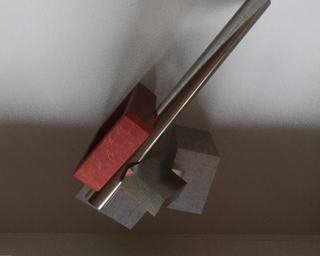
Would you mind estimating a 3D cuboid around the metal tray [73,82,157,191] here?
[{"bbox_3d":[-0.045,0.003,0.354,0.030,0.130,0.090,39,106,-12],"label":"metal tray"}]

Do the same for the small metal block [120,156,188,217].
[{"bbox_3d":[-0.006,0.062,0.340,0.050,0.050,0.025,38,117,19],"label":"small metal block"}]

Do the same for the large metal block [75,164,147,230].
[{"bbox_3d":[-0.054,0.072,0.408,0.080,0.080,0.050,35,106,-12],"label":"large metal block"}]

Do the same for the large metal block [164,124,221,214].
[{"bbox_3d":[0.035,0.050,0.401,0.050,0.080,0.079,13,110,-5],"label":"large metal block"}]

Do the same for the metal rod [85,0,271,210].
[{"bbox_3d":[0.022,-0.033,0.350,0.025,0.025,0.300,40,88,-14],"label":"metal rod"}]
